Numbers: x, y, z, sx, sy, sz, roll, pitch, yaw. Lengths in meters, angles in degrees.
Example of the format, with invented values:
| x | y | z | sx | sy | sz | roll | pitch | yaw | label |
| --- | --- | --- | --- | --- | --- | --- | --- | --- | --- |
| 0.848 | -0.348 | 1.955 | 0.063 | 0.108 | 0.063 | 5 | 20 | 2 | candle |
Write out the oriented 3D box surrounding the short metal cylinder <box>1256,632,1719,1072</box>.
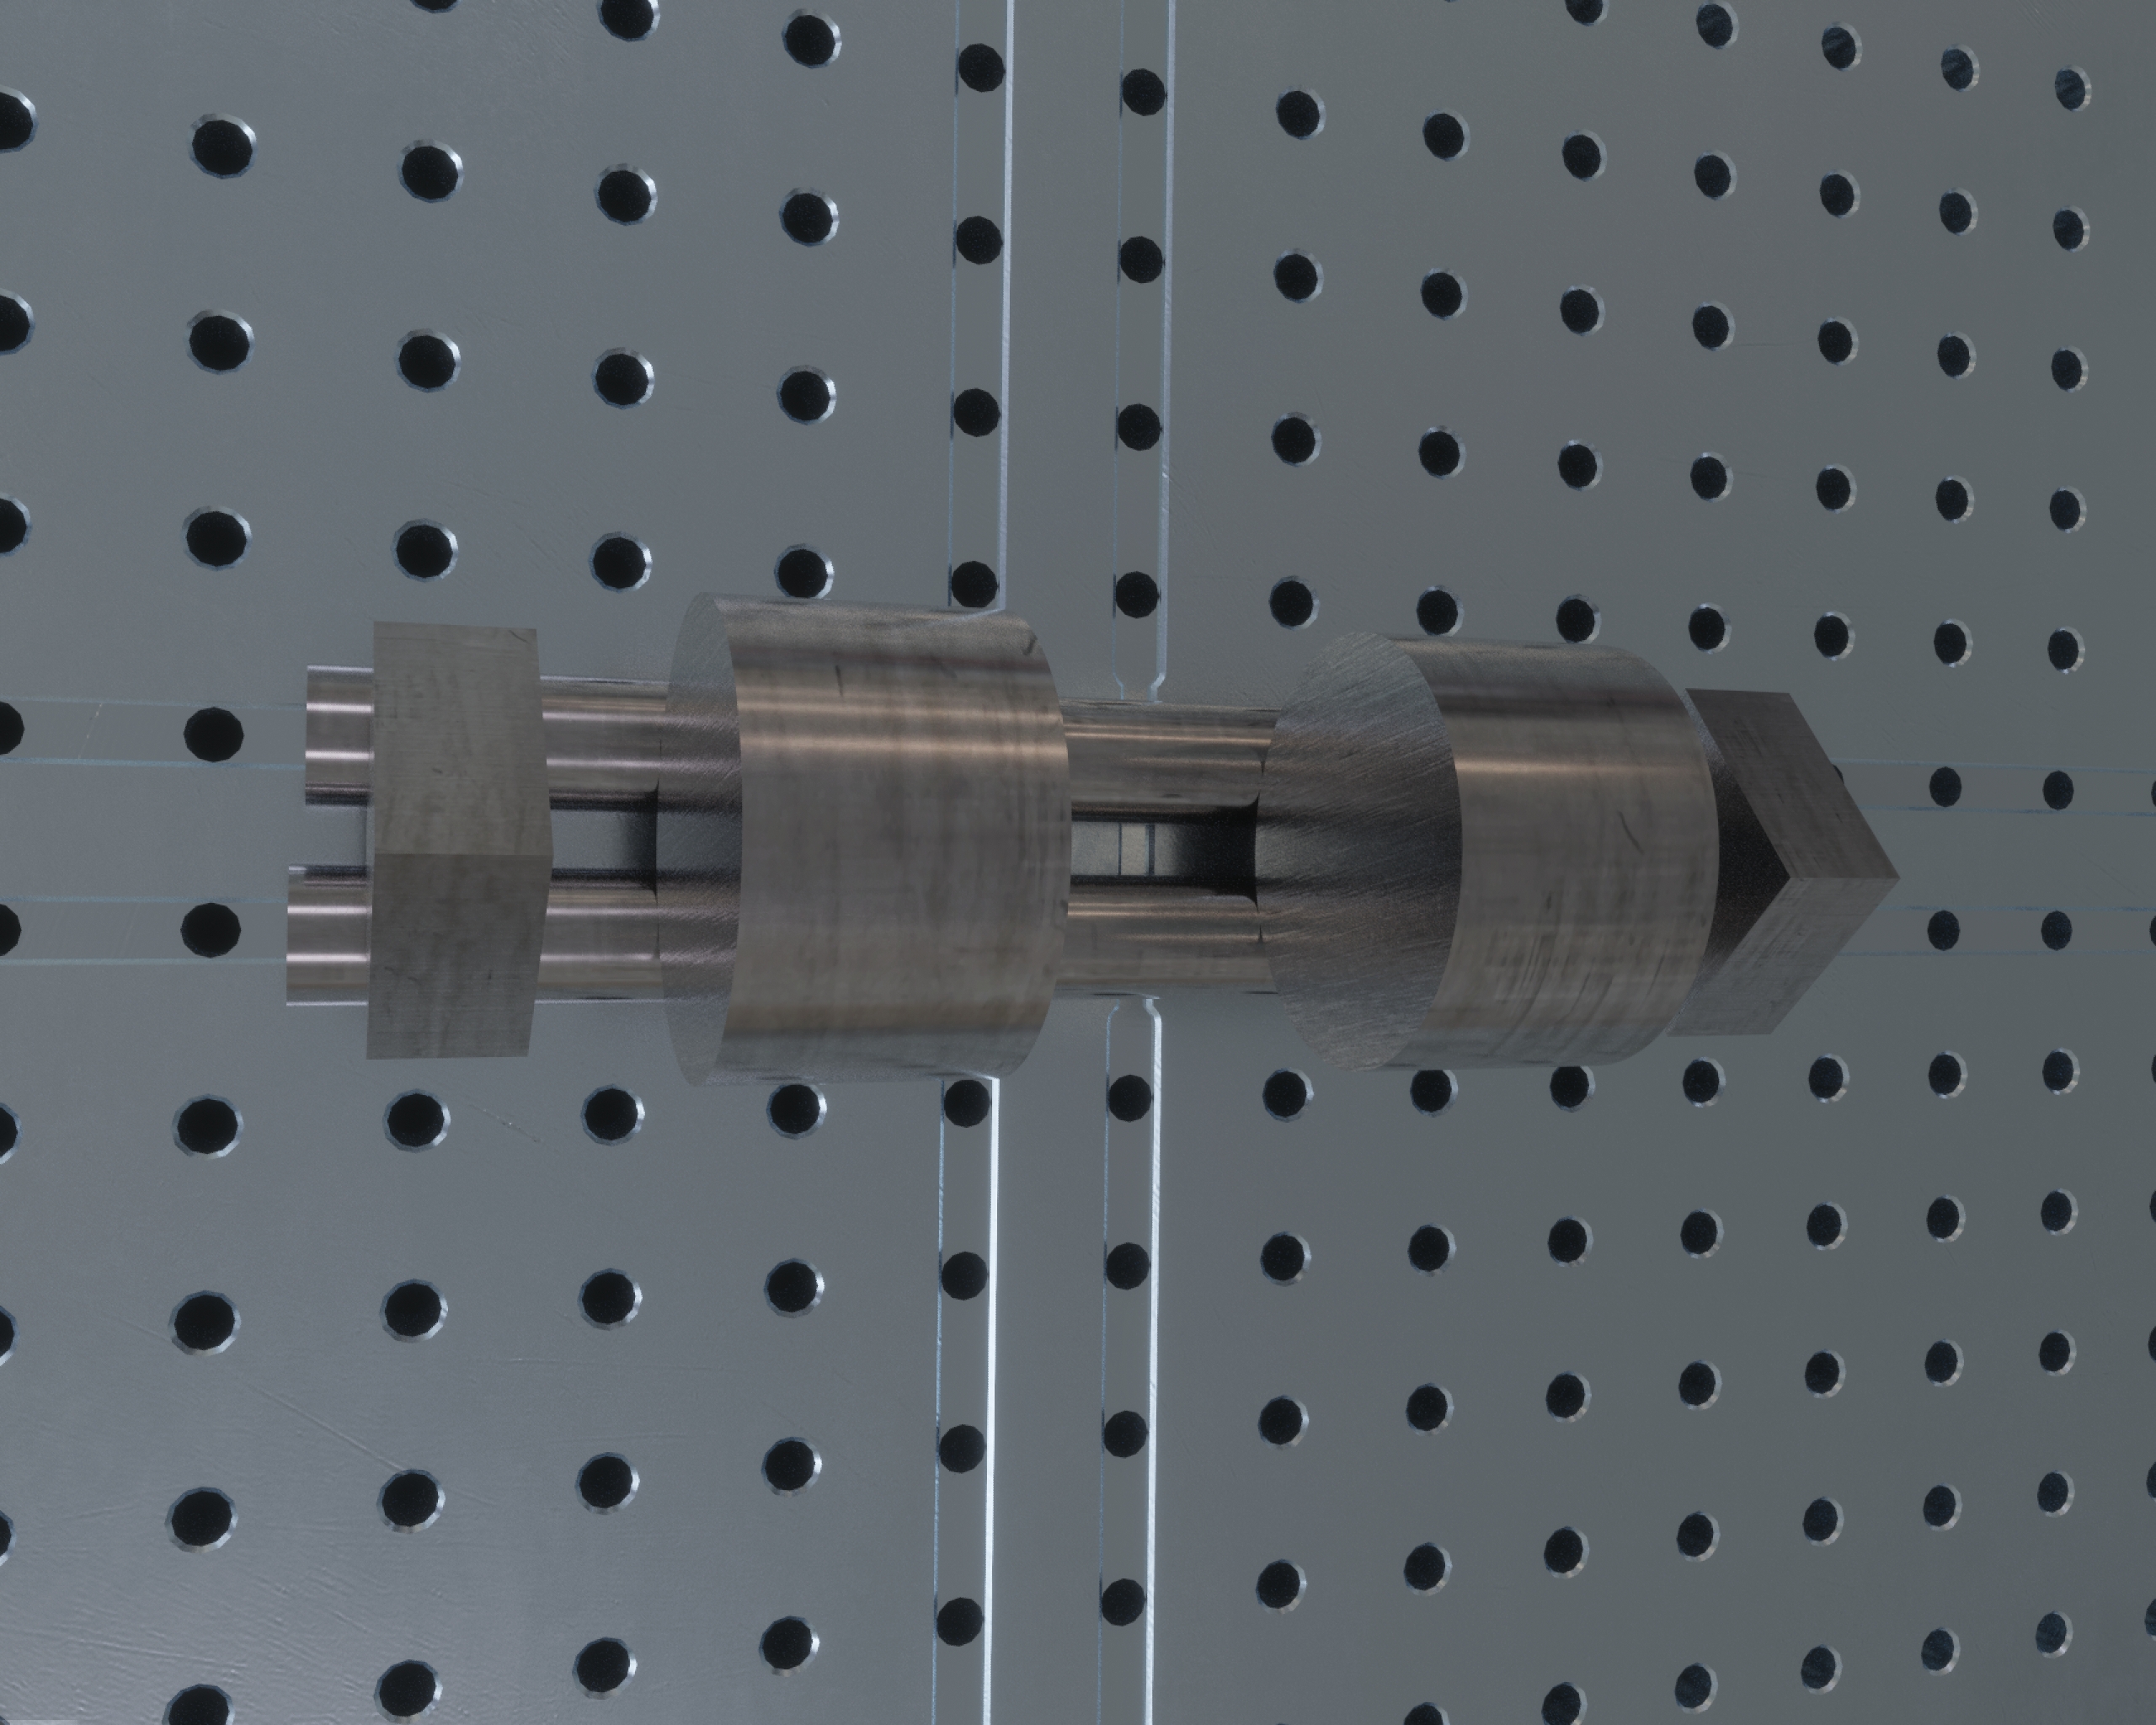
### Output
| x | y | z | sx | sy | sz | roll | pitch | yaw | label |
| --- | --- | --- | --- | --- | --- | --- | --- | --- | --- |
| 0.073 | -0.002 | 0.387 | 0.050 | 0.080 | 0.079 | 1 | 90 | -20 | short metal cylinder |

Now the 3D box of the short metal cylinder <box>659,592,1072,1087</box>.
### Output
| x | y | z | sx | sy | sz | roll | pitch | yaw | label |
| --- | --- | --- | --- | --- | --- | --- | --- | --- | --- |
| -0.038 | -0.003 | 0.346 | 0.050 | 0.080 | 0.079 | 1 | 90 | -20 | short metal cylinder |

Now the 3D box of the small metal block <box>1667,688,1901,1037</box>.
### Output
| x | y | z | sx | sy | sz | roll | pitch | yaw | label |
| --- | --- | --- | --- | --- | --- | --- | --- | --- | --- |
| 0.132 | 0.000 | 0.424 | 0.025 | 0.050 | 0.050 | 1 | 49 | -20 | small metal block |

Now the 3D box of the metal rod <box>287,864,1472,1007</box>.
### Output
| x | y | z | sx | sy | sz | roll | pitch | yaw | label |
| --- | --- | --- | --- | --- | --- | --- | --- | --- | --- |
| 0.005 | 0.015 | 0.414 | 0.302 | 0.025 | 0.025 | 1 | 90 | -20 | metal rod |

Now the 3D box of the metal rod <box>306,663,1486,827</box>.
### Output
| x | y | z | sx | sy | sz | roll | pitch | yaw | label |
| --- | --- | --- | --- | --- | --- | --- | --- | --- | --- |
| 0.008 | -0.020 | 0.415 | 0.302 | 0.025 | 0.025 | 1 | 90 | -20 | metal rod |

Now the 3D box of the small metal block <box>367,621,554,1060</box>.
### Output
| x | y | z | sx | sy | sz | roll | pitch | yaw | label |
| --- | --- | --- | --- | --- | --- | --- | --- | --- | --- |
| -0.101 | -0.003 | 0.338 | 0.025 | 0.050 | 0.050 | 1 | 48 | -20 | small metal block |
